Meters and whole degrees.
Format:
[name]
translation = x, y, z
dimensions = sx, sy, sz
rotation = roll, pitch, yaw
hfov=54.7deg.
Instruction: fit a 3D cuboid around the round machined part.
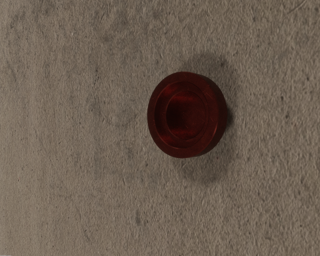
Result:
[round machined part]
translation = 0.035, -0.015, 0.363
dimensions = 0.098, 0.042, 0.097
rotation = 0, 90, 39
